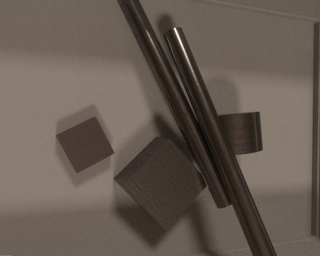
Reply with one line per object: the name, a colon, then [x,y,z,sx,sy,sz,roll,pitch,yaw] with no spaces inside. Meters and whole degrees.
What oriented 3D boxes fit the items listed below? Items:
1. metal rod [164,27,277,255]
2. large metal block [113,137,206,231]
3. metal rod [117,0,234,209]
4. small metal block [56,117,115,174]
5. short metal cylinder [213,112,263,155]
metal rod: [0.070,0.017,0.372,0.025,0.025,0.299,-18,82,-19]
large metal block: [0.001,0.068,0.399,0.080,0.050,0.080,-45,104,-15]
metal rod: [0.018,-0.041,0.389,0.025,0.025,0.299,-25,88,-19]
small metal block: [-0.091,0.020,0.377,0.050,0.025,0.050,-29,100,-18]
short metal cylinder: [0.095,0.006,0.418,0.081,0.080,0.050,-6,92,-20]
